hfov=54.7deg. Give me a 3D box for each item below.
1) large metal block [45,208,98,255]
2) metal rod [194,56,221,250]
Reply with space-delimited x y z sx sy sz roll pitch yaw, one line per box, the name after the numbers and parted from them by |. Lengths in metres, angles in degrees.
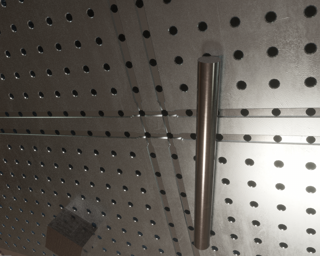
-0.179 0.221 0.623 0.080 0.050 0.079 28 128 10 | large metal block
0.060 0.054 0.411 0.025 0.025 0.298 11 123 22 | metal rod
